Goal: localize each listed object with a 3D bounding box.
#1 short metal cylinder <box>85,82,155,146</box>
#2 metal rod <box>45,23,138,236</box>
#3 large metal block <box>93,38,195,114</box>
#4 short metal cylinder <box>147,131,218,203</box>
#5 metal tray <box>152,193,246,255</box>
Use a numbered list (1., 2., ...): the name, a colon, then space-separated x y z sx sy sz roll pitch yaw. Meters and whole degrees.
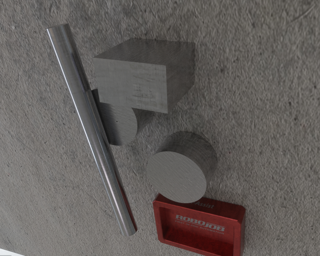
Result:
1. short metal cylinder: -0.053 -0.024 0.404 0.080 0.050 0.079 13 124 21
2. metal rod: -0.078 0.021 0.396 0.025 0.025 0.298 1 119 28
3. large metal block: -0.013 -0.062 0.340 0.080 0.080 0.050 11 123 22
4. short metal cylinder: 0.030 0.051 0.407 0.080 0.050 0.079 13 124 21
5. metal tray: 0.058 0.146 0.463 0.130 0.030 0.089 8 122 24
